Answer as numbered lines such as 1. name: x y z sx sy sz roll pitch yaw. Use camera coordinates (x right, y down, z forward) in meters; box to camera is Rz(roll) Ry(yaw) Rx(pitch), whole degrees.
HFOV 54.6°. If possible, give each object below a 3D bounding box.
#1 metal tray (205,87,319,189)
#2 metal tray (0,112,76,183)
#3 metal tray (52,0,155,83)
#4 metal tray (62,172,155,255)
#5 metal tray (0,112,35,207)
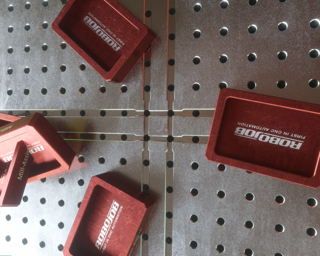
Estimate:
1. metal tray: 0.127 0.009 0.364 0.130 0.030 0.090 14 95 19
2. metal tray: -0.204 0.038 0.456 0.130 0.030 0.090 -19 124 19
3. metal tray: -0.082 -0.137 0.439 0.130 0.030 0.090 44 103 14
4. metal tray: -0.074 0.140 0.436 0.090 0.030 0.129 25 98 18
5. metal tray: -0.236 0.045 0.473 0.090 0.030 0.130 11 82 30
